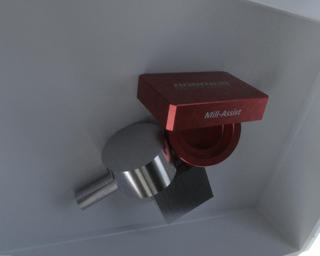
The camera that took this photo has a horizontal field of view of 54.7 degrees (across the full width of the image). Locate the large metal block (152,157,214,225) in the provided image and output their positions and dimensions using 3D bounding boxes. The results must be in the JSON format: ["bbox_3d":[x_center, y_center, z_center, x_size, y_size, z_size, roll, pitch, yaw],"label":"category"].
[{"bbox_3d":[0.024,0.082,0.454,0.080,0.050,0.080,-29,129,-10],"label":"large metal block"}]

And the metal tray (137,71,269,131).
[{"bbox_3d":[0.049,-0.037,0.369,0.131,0.090,0.030,-7,122,-26],"label":"metal tray"}]

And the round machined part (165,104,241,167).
[{"bbox_3d":[0.053,0.000,0.408,0.099,0.042,0.097,-1,93,-14],"label":"round machined part"}]

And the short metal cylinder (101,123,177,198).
[{"bbox_3d":[-0.025,0.039,0.383,0.080,0.080,0.050,-30,129,-10],"label":"short metal cylinder"}]

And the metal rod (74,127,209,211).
[{"bbox_3d":[0.022,0.027,0.437,0.302,0.025,0.025,-29,129,-10],"label":"metal rod"}]
